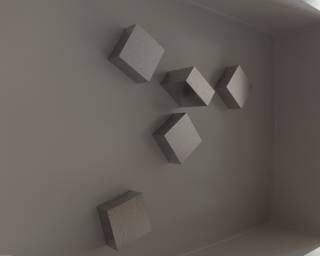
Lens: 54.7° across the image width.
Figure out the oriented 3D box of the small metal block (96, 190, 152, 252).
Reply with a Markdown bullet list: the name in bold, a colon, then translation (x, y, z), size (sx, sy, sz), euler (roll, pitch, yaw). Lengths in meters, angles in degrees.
- **small metal block**: translation (-0.042, 0.109, 0.371), size (0.050, 0.025, 0.050), euler (-20, 103, -38)

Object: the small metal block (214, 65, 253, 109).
- **small metal block**: translation (0.121, -0.066, 0.508), size (0.050, 0.025, 0.050), euler (48, 62, -30)

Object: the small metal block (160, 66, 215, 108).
- **small metal block**: translation (0.037, -0.054, 0.421), size (0.050, 0.050, 0.025), euler (44, 64, -32)

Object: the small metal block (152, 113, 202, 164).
- **small metal block**: translation (0.024, 0.014, 0.427), size (0.050, 0.025, 0.050), euler (-45, 117, -30)

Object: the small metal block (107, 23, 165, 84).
- **small metal block**: translation (-0.028, -0.091, 0.382), size (0.050, 0.025, 0.050), euler (37, 67, -34)
